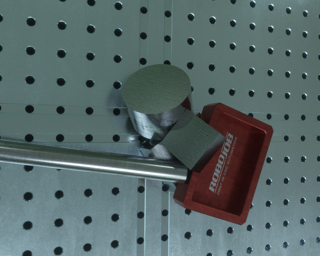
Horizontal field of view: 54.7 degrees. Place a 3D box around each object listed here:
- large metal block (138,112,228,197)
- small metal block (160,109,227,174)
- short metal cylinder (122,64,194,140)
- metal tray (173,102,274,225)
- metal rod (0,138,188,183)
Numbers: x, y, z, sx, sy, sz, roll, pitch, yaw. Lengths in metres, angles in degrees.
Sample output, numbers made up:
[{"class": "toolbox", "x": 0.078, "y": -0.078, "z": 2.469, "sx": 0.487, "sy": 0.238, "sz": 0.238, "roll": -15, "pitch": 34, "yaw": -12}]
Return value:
[{"class": "large metal block", "x": 0.032, "y": 0.035, "z": 0.411, "sx": 0.080, "sy": 0.050, "sz": 0.080, "roll": -37, "pitch": 102, "yaw": -17}, {"class": "small metal block", "x": 0.038, "y": 0.015, "z": 0.350, "sx": 0.050, "sy": 0.050, "sz": 0.025, "roll": -53, "pitch": 147, "yaw": 5}, {"class": "short metal cylinder", "x": -0.001, "y": -0.032, "z": 0.377, "sx": 0.080, "sy": 0.080, "sz": 0.050, "roll": -37, "pitch": 145, "yaw": -17}, {"class": "metal tray", "x": 0.080, "y": 0.044, "z": 0.385, "sx": 0.091, "sy": 0.030, "sz": 0.129, "roll": 22, "pitch": 82, "yaw": -19}, {"class": "metal rod", "x": -0.119, "y": 0.031, "z": 0.338, "sx": 0.302, "sy": 0.025, "sz": 0.025, "roll": 8, "pitch": 87, "yaw": -9}]
